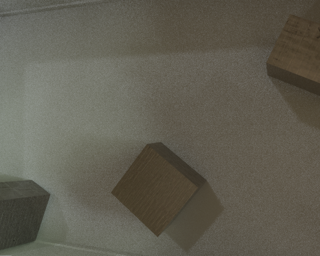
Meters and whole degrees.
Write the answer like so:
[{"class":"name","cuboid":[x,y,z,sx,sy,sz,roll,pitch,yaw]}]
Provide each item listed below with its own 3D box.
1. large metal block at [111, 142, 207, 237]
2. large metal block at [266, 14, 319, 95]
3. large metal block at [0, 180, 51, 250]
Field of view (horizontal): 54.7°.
[{"class":"large metal block","cuboid":[-0.001,0.075,0.397,0.080,0.050,0.080,40,102,15]},{"class":"large metal block","cuboid":[0.162,-0.069,0.324,0.080,0.080,0.050,27,99,18]},{"class":"large metal block","cuboid":[-0.221,0.126,0.454,0.050,0.080,0.080,24,98,32]}]
